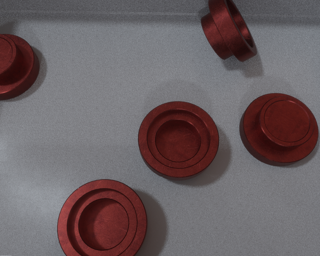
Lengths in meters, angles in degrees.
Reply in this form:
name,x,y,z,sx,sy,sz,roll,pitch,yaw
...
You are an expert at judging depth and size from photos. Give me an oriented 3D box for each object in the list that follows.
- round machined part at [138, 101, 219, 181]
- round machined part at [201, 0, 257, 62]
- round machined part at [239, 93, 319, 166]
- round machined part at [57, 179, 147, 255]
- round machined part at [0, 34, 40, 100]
name,x,y,z,sx,sy,sz,roll,pitch,yaw
round machined part,0.022,0.019,0.394,0.099,0.042,0.098,0,70,-1
round machined part,0.093,-0.135,0.432,0.042,0.099,0.098,-26,68,29
round machined part,0.158,-0.002,0.403,0.099,0.042,0.098,0,70,-1
round machined part,-0.063,0.111,0.359,0.099,0.042,0.098,0,70,-1
round machined part,-0.225,-0.091,0.431,0.099,0.042,0.098,0,70,-1
